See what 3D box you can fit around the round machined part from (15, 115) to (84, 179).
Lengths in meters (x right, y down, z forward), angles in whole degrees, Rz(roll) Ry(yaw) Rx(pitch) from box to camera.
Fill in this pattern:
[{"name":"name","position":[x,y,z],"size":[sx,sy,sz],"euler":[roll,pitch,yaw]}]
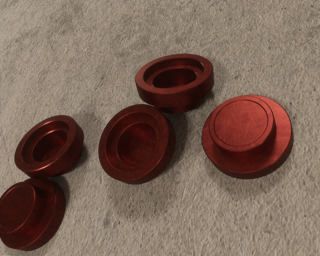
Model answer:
[{"name":"round machined part","position":[-0.152,0.031,0.444],"size":[0.098,0.042,0.098],"euler":[-14,46,15]}]

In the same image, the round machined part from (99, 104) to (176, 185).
[{"name":"round machined part","position":[-0.024,0.023,0.386],"size":[0.098,0.042,0.098],"euler":[-12,63,24]}]

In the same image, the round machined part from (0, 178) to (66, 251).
[{"name":"round machined part","position":[-0.181,0.111,0.417],"size":[0.098,0.042,0.098],"euler":[-13,57,21]}]

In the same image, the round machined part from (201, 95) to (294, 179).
[{"name":"round machined part","position":[0.093,0.003,0.342],"size":[0.098,0.042,0.098],"euler":[-13,56,20]}]

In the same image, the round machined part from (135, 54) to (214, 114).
[{"name":"round machined part","position":[0.020,-0.054,0.400],"size":[0.099,0.042,0.098],"euler":[-8,38,6]}]
